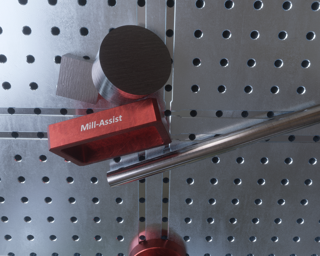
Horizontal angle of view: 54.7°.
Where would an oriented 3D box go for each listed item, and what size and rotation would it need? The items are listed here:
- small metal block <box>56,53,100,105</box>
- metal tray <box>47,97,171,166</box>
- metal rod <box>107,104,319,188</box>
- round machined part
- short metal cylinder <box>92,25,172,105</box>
[{"bbox_3d":[-0.098,-0.062,0.389,0.050,0.025,0.050,14,110,-6],"label":"small metal block"},{"bbox_3d":[-0.057,0.009,0.382,0.131,0.090,0.030,-15,69,5],"label":"metal tray"},{"bbox_3d":[0.072,0.027,0.424,0.301,0.025,0.025,-18,109,6],"label":"metal rod"},{"bbox_3d":[-0.003,0.228,0.489,0.099,0.042,0.097,0,110,-1],"label":"round machined part"},{"bbox_3d":[-0.033,-0.069,0.354,0.081,0.050,0.080,5,77,-20],"label":"short metal cylinder"}]
